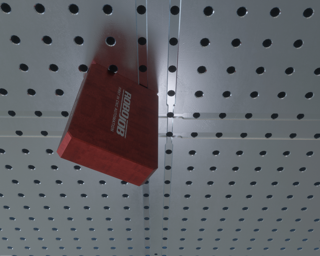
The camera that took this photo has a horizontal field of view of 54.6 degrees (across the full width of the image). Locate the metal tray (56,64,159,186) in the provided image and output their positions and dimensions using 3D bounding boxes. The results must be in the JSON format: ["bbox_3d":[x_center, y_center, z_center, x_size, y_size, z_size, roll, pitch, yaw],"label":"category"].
[{"bbox_3d":[-0.048,-0.009,0.335,0.090,0.130,0.030,24,126,-19],"label":"metal tray"}]
